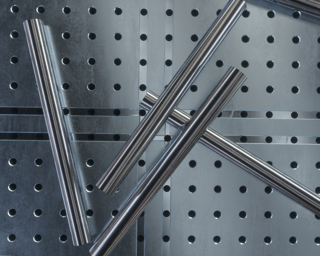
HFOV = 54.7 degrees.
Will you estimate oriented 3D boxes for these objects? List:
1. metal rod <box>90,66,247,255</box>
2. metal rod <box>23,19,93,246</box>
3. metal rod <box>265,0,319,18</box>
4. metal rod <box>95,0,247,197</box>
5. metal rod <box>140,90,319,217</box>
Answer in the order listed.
[{"bbox_3d":[0.006,0.050,0.395,0.025,0.025,0.299,37,97,-1],"label":"metal rod"},{"bbox_3d":[-0.135,0.006,0.411,0.025,0.025,0.298,-13,90,0],"label":"metal rod"},{"bbox_3d":[0.087,-0.203,0.414,0.302,0.025,0.025,18,90,-1],"label":"metal rod"},{"bbox_3d":[0.019,-0.047,0.391,0.025,0.025,0.300,35,81,-1],"label":"metal rod"},{"bbox_3d":[0.108,0.039,0.414,0.301,0.025,0.025,32,90,-1],"label":"metal rod"}]
